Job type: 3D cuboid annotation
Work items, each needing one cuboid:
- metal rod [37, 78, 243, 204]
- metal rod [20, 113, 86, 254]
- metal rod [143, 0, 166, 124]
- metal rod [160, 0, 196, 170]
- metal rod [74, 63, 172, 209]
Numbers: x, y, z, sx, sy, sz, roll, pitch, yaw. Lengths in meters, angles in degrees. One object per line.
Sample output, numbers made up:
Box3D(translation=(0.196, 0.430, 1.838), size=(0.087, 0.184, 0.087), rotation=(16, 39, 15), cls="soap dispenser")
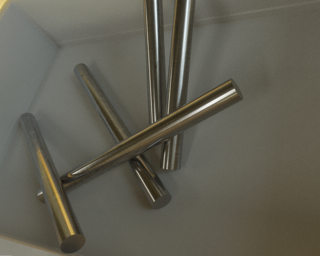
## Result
Box3D(translation=(-0.042, 0.027, 0.372), size=(0.300, 0.025, 0.025), rotation=(-29, 51, 24), cls="metal rod")
Box3D(translation=(-0.158, 0.050, 0.423), size=(0.025, 0.025, 0.300), rotation=(-45, 40, -3), cls="metal rod")
Box3D(translation=(-0.009, -0.148, 0.400), size=(0.025, 0.025, 0.298), rotation=(-1, 94, 28), cls="metal rod")
Box3D(translation=(0.025, -0.100, 0.371), size=(0.025, 0.025, 0.298), rotation=(5, 91, 31), cls="metal rod")
Box3D(translation=(-0.068, -0.009, 0.446), size=(0.025, 0.025, 0.300), rotation=(-39, 51, 2), cls="metal rod")
